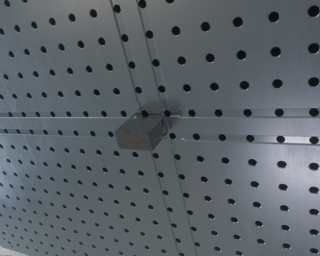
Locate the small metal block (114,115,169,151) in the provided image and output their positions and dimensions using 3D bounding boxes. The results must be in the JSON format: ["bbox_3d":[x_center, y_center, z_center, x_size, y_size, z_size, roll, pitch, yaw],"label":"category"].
[{"bbox_3d":[-0.024,0.005,0.411,0.050,0.050,0.025,2,120,27],"label":"small metal block"}]
